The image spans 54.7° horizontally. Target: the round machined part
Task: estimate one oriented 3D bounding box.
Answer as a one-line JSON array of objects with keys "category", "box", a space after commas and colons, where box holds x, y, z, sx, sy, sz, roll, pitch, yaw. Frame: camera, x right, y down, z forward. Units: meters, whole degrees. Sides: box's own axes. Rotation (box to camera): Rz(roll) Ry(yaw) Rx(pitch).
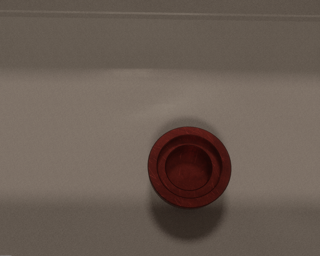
[{"category": "round machined part", "box": [0.035, 0.051, 0.382, 0.099, 0.042, 0.098, 0, 70, -1]}]
